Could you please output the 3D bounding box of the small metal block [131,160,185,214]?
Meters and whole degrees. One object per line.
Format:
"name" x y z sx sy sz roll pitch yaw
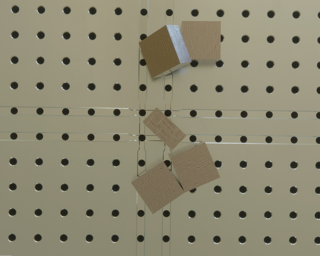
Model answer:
"small metal block" -0.003 0.077 0.413 0.050 0.025 0.050 -34 90 0

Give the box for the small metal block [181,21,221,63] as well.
"small metal block" 0.054 -0.114 0.414 0.050 0.025 0.050 0 90 -1

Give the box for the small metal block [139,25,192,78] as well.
"small metal block" 0.006 -0.098 0.400 0.050 0.025 0.050 -20 91 41

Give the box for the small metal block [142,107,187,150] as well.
"small metal block" 0.005 0.001 0.401 0.050 0.050 0.025 44 90 -1

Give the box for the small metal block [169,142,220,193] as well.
"small metal block" 0.045 0.051 0.414 0.050 0.025 0.050 -23 90 -1
